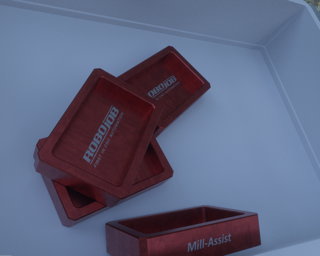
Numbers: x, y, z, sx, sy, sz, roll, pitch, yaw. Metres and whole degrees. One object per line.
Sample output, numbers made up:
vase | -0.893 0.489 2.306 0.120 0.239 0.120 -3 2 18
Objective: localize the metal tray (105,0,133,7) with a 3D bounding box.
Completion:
metal tray | -0.092 -0.271 0.522 0.091 0.030 0.130 7 59 -25

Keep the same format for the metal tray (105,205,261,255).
metal tray | 0.022 0.105 0.309 0.131 0.090 0.030 -1 84 -29

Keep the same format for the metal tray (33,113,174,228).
metal tray | -0.059 0.040 0.346 0.131 0.030 0.090 -18 71 -35

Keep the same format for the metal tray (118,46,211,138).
metal tray | 0.004 -0.055 0.439 0.090 0.030 0.131 46 51 3

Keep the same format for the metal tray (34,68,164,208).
metal tray | -0.058 0.006 0.329 0.090 0.030 0.130 29 52 -10
